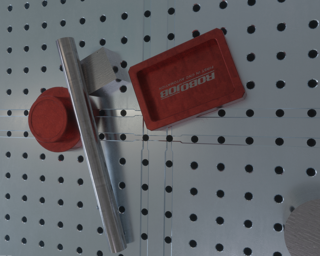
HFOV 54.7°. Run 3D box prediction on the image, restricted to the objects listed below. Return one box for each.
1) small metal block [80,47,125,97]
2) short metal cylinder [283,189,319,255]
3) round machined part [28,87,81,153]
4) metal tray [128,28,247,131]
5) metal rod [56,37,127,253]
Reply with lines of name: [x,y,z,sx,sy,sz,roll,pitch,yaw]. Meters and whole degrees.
small metal block: [-0.086,-0.079,0.443,0.050,0.025,0.050,-27,81,18]
short metal cylinder: [0.177,0.111,0.337,0.080,0.050,0.079,0,90,20]
round machined part: [-0.153,-0.012,0.457,0.098,0.042,0.097,0,90,19]
metal tray: [0.033,-0.058,0.398,0.130,0.030,0.090,-20,83,18]
metal rod: [-0.094,0.024,0.429,0.025,0.025,0.298,-13,92,19]
